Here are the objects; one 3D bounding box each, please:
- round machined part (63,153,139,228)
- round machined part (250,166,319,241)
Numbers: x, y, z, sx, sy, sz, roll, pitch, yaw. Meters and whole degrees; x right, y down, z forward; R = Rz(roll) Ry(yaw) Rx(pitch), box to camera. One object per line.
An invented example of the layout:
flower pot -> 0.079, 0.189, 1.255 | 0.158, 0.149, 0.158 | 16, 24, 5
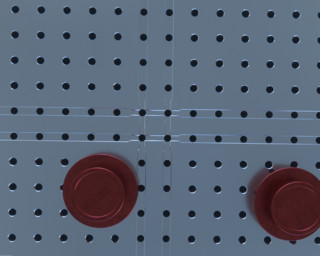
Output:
round machined part -> -0.078, 0.083, 0.404 | 0.099, 0.042, 0.097 | 0, 90, -1
round machined part -> 0.173, 0.101, 0.407 | 0.099, 0.042, 0.097 | 0, 90, -1
